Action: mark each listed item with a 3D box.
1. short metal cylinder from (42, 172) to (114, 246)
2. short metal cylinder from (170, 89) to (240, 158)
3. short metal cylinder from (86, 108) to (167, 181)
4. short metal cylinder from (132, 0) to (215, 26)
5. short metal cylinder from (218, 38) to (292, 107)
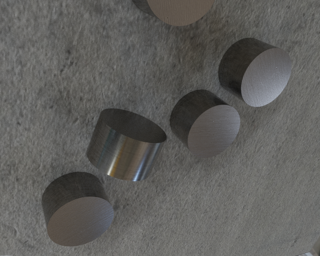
[{"bbox_3d":[-0.106,0.104,0.398,0.081,0.050,0.079,-14,125,-21],"label":"short metal cylinder"},{"bbox_3d":[0.061,-0.006,0.422,0.081,0.050,0.079,-14,125,-21],"label":"short metal cylinder"},{"bbox_3d":[-0.039,0.018,0.362,0.081,0.080,0.050,11,113,-33],"label":"short metal cylinder"},{"bbox_3d":[0.012,-0.148,0.307,0.081,0.050,0.079,-14,125,-21],"label":"short metal cylinder"},{"bbox_3d":[0.126,-0.075,0.416,0.081,0.050,0.079,-14,125,-21],"label":"short metal cylinder"}]
